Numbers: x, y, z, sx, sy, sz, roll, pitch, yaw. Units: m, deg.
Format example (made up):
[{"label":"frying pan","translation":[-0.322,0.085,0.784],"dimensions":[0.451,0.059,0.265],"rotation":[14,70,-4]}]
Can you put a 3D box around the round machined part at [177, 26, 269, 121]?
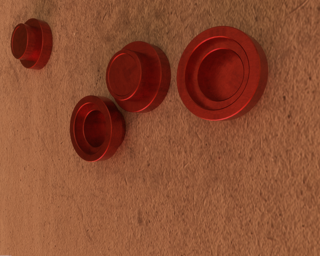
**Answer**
[{"label":"round machined part","translation":[0.070,-0.056,0.336],"dimensions":[0.098,0.042,0.097],"rotation":[0,90,40]}]

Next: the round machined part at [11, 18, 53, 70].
[{"label":"round machined part","translation":[-0.255,-0.165,0.605],"dimensions":[0.098,0.042,0.097],"rotation":[0,90,40]}]

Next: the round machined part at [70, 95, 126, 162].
[{"label":"round machined part","translation":[-0.090,0.001,0.468],"dimensions":[0.098,0.042,0.097],"rotation":[0,90,40]}]

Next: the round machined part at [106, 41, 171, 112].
[{"label":"round machined part","translation":[-0.036,-0.070,0.424],"dimensions":[0.098,0.042,0.097],"rotation":[0,90,40]}]
